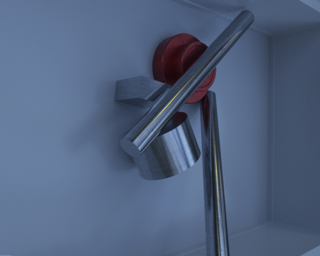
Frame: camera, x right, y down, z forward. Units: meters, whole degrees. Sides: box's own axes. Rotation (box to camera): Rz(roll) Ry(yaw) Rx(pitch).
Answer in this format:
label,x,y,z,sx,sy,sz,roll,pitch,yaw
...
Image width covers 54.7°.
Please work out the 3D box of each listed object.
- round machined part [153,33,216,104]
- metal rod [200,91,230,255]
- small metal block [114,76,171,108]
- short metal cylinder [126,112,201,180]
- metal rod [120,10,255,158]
label,x,y,z,sx,sy,sz,roll,pitch,yaw
round machined part,0.041,-0.083,0.432,0.099,0.042,0.097,0,90,-40
metal rod,0.066,0.071,0.383,0.025,0.025,0.300,34,43,-35
small metal block,-0.019,-0.042,0.376,0.050,0.050,0.025,11,83,-40
short metal cylinder,0.003,0.020,0.375,0.081,0.080,0.050,-34,112,-35
metal rod,0.052,-0.075,0.391,0.301,0.025,0.025,-49,120,-34
